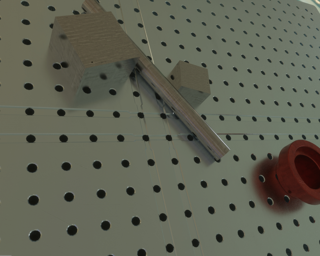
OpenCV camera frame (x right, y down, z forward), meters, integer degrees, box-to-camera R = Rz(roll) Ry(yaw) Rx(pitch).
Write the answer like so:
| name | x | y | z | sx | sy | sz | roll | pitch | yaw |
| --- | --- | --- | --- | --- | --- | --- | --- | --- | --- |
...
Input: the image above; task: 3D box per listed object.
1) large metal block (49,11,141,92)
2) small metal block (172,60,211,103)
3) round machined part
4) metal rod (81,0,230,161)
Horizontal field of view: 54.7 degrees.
| name | x | y | z | sx | sy | sz | roll | pitch | yaw |
| --- | --- | --- | --- | --- | --- | --- | --- | --- | --- |
| large metal block | -0.087 | -0.103 | 0.409 | 0.081 | 0.050 | 0.080 | -22 | 74 | -36 |
| small metal block | 0.048 | -0.072 | 0.480 | 0.050 | 0.025 | 0.050 | 12 | 57 | -22 |
| round machined part | 0.220 | 0.070 | 0.476 | 0.099 | 0.042 | 0.098 | 14 | 56 | -21 |
| metal rod | -0.009 | -0.074 | 0.450 | 0.300 | 0.025 | 0.025 | 49 | 51 | 6 |
